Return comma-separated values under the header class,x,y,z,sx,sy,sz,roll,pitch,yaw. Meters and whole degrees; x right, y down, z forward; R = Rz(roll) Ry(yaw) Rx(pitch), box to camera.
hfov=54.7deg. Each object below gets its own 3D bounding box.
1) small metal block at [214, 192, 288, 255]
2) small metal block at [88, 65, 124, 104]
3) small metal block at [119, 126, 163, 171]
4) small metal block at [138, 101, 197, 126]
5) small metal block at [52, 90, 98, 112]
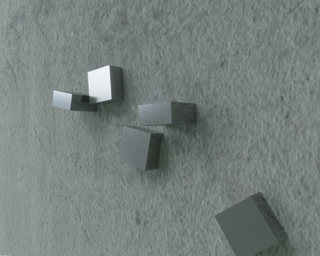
class,x,y,z,sx,sy,sz,roll,pitch,yaw
small metal block,0.094,0.103,0.326,0.050,0.025,0.050,-41,65,32
small metal block,-0.082,-0.064,0.470,0.050,0.025,0.050,-7,86,39
small metal block,-0.026,0.026,0.425,0.050,0.025,0.050,15,99,38
small metal block,0.009,-0.016,0.379,0.050,0.050,0.025,-4,88,39
small metal block,-0.136,-0.043,0.498,0.050,0.050,0.025,14,99,39
